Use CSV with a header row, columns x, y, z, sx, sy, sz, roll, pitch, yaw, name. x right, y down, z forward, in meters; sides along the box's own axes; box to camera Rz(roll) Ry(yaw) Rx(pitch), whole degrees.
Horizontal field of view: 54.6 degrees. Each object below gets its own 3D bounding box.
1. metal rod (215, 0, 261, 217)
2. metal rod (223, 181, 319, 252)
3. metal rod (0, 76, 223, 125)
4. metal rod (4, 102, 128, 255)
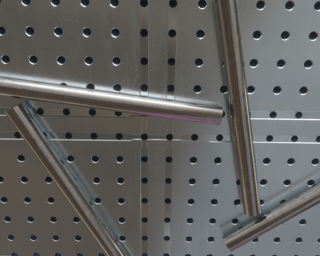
x,y,z,sx,sy,sz,roll,pitch,yaw,name
0.107,-0.014,0.408,0.025,0.025,0.298,-11,110,4,metal rod
0.226,0.097,0.450,0.300,0.025,0.025,-34,107,11,metal rod
-0.070,-0.035,0.399,0.302,0.025,0.025,8,110,-3,metal rod
-0.122,0.098,0.448,0.025,0.025,0.299,-26,108,9,metal rod
